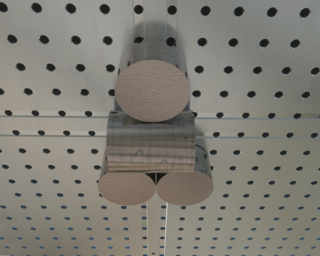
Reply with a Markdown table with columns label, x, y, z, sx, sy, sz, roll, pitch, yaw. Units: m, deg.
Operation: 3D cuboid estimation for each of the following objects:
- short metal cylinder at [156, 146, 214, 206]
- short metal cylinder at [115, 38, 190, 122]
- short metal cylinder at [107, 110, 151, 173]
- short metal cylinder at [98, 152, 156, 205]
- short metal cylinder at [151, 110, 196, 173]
| label | x | y | z | sx | sy | sz | roll | pitch | yaw |
| --- | --- | --- | --- | --- | --- | --- | --- | --- | --- |
| short metal cylinder | 0.035 | 0.069 | 0.453 | 0.081 | 0.050 | 0.079 | 0 | 130 | 0 |
| short metal cylinder | -0.008 | -0.053 | 0.350 | 0.081 | 0.050 | 0.079 | 0 | 130 | 0 |
| short metal cylinder | -0.036 | 0.017 | 0.390 | 0.050 | 0.080 | 0.079 | 0 | 130 | -1 |
| short metal cylinder | -0.046 | 0.068 | 0.452 | 0.081 | 0.050 | 0.079 | 0 | 130 | 0 |
| short metal cylinder | 0.015 | 0.017 | 0.391 | 0.050 | 0.080 | 0.079 | 0 | 130 | -1 |
